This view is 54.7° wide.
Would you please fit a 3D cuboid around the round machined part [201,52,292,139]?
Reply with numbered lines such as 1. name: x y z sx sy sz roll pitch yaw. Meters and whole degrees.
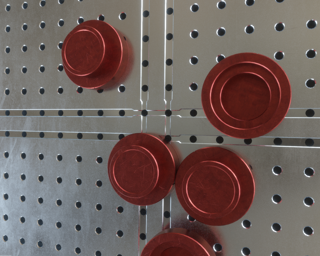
1. round machined part: 0.102 -0.037 0.367 0.098 0.042 0.097 0 90 19

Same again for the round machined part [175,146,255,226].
1. round machined part: 0.065 0.072 0.380 0.098 0.042 0.097 0 90 19

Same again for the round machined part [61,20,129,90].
1. round machined part: -0.098 -0.104 0.437 0.098 0.042 0.097 0 90 19

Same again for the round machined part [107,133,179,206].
1. round machined part: -0.027 0.055 0.412 0.098 0.042 0.097 0 90 19

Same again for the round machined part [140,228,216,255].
1. round machined part: 0.026 0.175 0.394 0.098 0.042 0.097 0 90 19
